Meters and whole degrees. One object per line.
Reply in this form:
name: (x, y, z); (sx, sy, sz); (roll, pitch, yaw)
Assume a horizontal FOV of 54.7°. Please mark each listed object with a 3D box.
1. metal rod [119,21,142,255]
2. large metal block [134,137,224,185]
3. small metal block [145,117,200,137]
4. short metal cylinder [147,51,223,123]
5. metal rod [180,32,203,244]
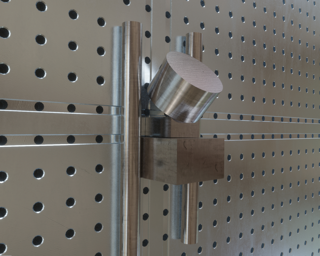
metal rod: (-0.036, 0.022, 0.379); (0.025, 0.025, 0.298); (1, 90, -40)
large metal block: (0.023, 0.037, 0.390); (0.081, 0.080, 0.050); (1, 90, -40)
small metal block: (0.016, -0.001, 0.406); (0.050, 0.050, 0.025); (2, 89, -41)
short metal cylinder: (0.031, -0.052, 0.391); (0.080, 0.050, 0.080); (23, 35, -17)
metal rod: (0.046, 0.014, 0.447); (0.025, 0.025, 0.298); (3, 89, -40)
